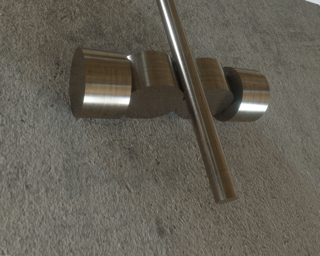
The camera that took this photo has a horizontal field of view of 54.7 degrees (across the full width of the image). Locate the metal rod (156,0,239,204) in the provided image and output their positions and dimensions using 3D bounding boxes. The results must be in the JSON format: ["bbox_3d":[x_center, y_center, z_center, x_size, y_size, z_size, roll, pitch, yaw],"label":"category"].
[{"bbox_3d":[0.038,-0.057,0.381,0.025,0.025,0.299,1,61,-28],"label":"metal rod"}]

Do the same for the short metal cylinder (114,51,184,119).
[{"bbox_3d":[-0.015,-0.052,0.394,0.081,0.080,0.050,1,62,-28],"label":"short metal cylinder"}]

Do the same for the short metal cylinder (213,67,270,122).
[{"bbox_3d":[0.115,-0.049,0.461,0.050,0.080,0.080,1,62,-28],"label":"short metal cylinder"}]

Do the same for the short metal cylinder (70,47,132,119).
[{"bbox_3d":[-0.072,-0.051,0.362,0.050,0.080,0.080,1,62,-28],"label":"short metal cylinder"}]

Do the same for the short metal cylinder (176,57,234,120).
[{"bbox_3d":[0.056,-0.053,0.431,0.081,0.080,0.050,1,62,-28],"label":"short metal cylinder"}]
